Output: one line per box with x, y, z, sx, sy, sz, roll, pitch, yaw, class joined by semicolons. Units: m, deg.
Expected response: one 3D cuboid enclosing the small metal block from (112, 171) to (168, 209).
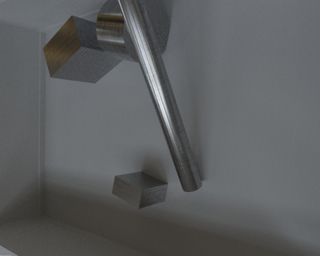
-0.026;0.080;0.410;0.050;0.050;0.025;18;102;38;small metal block

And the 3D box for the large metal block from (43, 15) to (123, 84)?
-0.112;-0.112;0.461;0.080;0.081;0.050;-30;71;35;large metal block

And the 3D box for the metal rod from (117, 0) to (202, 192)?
-0.007;-0.064;0.329;0.025;0.025;0.298;-4;114;40;metal rod

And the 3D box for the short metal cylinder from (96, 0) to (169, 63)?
-0.034;-0.126;0.397;0.050;0.081;0.079;20;103;38;short metal cylinder
